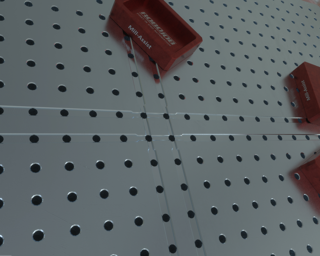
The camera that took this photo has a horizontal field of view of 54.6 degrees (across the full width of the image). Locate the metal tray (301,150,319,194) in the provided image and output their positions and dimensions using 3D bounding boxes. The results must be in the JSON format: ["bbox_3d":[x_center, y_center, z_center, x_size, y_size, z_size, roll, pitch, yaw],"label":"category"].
[{"bbox_3d":[0.305,0.073,0.523,0.131,0.030,0.090,-24,75,-36],"label":"metal tray"}]

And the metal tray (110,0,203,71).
[{"bbox_3d":[-0.004,-0.162,0.500,0.130,0.030,0.090,45,51,3],"label":"metal tray"}]

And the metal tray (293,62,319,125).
[{"bbox_3d":[0.323,-0.064,0.617,0.091,0.030,0.130,12,57,-22],"label":"metal tray"}]
